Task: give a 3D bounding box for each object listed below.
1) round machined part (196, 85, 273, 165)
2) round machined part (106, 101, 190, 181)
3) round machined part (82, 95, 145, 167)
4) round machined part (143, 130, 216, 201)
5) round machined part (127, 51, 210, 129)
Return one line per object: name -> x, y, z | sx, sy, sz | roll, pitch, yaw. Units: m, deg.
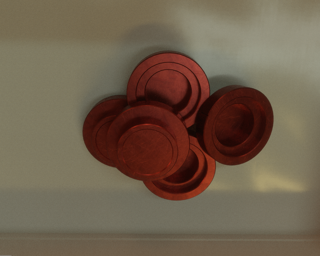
round machined part -> 0.088, -0.006, 0.388 | 0.099, 0.042, 0.097 | -7, 109, -20
round machined part -> -0.014, 0.020, 0.361 | 0.099, 0.042, 0.097 | 0, 110, -1
round machined part -> -0.051, 0.009, 0.401 | 0.099, 0.042, 0.097 | 0, 110, -1
round machined part -> 0.023, 0.045, 0.417 | 0.099, 0.042, 0.097 | 0, 110, -1
round machined part -> 0.010, -0.046, 0.384 | 0.099, 0.042, 0.097 | 0, 110, -1
